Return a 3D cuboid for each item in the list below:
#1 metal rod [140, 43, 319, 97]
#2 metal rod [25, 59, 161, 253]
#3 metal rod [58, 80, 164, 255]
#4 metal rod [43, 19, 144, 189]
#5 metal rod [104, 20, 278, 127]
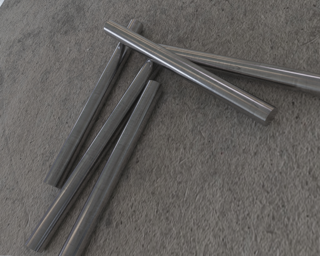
[{"bbox_3d":[0.087,-0.082,0.408,0.300,0.025,0.025,22,73,36],"label":"metal rod"},{"bbox_3d":[-0.085,0.028,0.431,0.025,0.025,0.300,21,72,36],"label":"metal rod"},{"bbox_3d":[-0.067,0.067,0.397,0.025,0.025,0.300,13,68,33],"label":"metal rod"},{"bbox_3d":[-0.096,-0.049,0.484,0.025,0.025,0.300,10,67,32],"label":"metal rod"},{"bbox_3d":[0.022,-0.088,0.425,0.300,0.025,0.025,36,82,32],"label":"metal rod"}]
